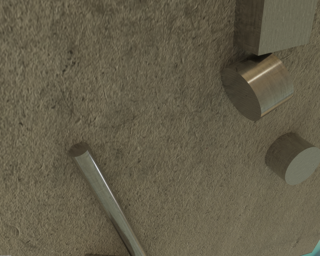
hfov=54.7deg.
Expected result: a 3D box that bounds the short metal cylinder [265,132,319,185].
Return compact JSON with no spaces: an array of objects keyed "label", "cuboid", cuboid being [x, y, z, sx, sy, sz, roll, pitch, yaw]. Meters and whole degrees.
[{"label":"short metal cylinder","cuboid":[0.238,0.055,0.555,0.081,0.050,0.079,-14,124,-21]}]

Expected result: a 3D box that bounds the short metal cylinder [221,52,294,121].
[{"label":"short metal cylinder","cuboid":[0.125,-0.056,0.405,0.050,0.080,0.080,-32,129,-7]}]

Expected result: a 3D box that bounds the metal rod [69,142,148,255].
[{"label":"metal rod","cuboid":[-0.060,0.139,0.459,0.025,0.025,0.299,-27,128,-12]}]

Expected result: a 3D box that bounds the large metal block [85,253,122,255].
[{"label":"large metal block","cuboid":[-0.081,0.247,0.480,0.080,0.080,0.050,22,106,-36]}]

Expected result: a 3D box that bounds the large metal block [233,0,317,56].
[{"label":"large metal block","cuboid":[0.141,-0.142,0.380,0.081,0.050,0.079,-17,125,-19]}]
